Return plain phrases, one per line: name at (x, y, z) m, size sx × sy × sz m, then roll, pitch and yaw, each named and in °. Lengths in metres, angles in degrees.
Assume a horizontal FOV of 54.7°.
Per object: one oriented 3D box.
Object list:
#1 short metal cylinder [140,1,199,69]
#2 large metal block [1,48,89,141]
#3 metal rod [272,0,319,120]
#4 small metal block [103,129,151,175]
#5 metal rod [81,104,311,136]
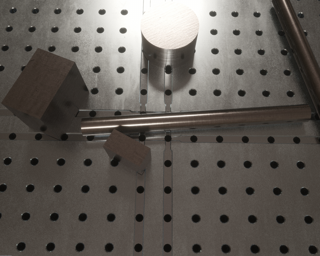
short metal cylinder at (0.013, -0.134, 0.448) m, size 0.081 × 0.050 × 0.080 m, roll 0°, pitch 70°, yaw 0°
large metal block at (-0.140, -0.040, 0.395) m, size 0.050 × 0.080 × 0.080 m, roll 22°, pitch 71°, yaw 7°
metal rod at (0.219, -0.066, 0.438) m, size 0.025 × 0.025 × 0.299 m, roll -11°, pitch 70°, yaw -4°
small metal block at (-0.039, 0.031, 0.387) m, size 0.050 × 0.050 × 0.025 m, roll 28°, pitch 72°, yaw 9°
metal rod at (0.049, -0.011, 0.416) m, size 0.302 × 0.025 × 0.025 m, roll -4°, pitch 70°, yaw -2°
